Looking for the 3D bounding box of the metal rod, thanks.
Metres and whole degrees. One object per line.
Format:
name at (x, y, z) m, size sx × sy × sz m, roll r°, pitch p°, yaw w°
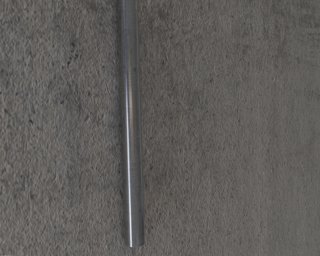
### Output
metal rod at (-0.035, -0.009, 0.374) m, size 0.025 × 0.025 × 0.298 m, roll -3°, pitch 92°, yaw -40°
